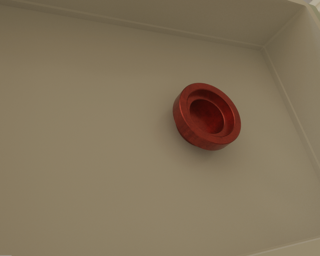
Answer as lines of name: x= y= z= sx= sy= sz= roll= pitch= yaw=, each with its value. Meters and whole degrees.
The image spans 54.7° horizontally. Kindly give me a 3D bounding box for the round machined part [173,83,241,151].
round machined part: x=0.061 y=-0.012 z=0.437 sx=0.099 sy=0.042 sz=0.098 roll=14 pitch=56 yaw=-21
